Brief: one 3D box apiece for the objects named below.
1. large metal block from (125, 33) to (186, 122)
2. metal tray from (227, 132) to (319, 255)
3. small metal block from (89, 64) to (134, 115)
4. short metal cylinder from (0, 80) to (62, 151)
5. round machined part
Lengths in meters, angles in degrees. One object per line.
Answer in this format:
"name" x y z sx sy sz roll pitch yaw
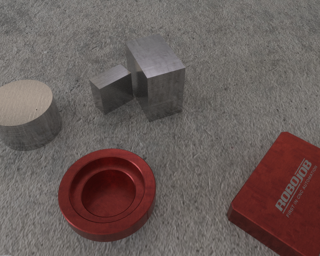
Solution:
"large metal block" -0.008 -0.069 0.425 0.050 0.080 0.080 -18 53 -15
"metal tray" 0.146 0.071 0.341 0.090 0.030 0.131 32 57 24
"small metal block" -0.066 -0.053 0.431 0.050 0.050 0.025 -33 58 -25
"short metal cylinder" -0.173 -0.017 0.400 0.081 0.050 0.080 0 50 0
"round machined part" -0.053 0.073 0.330 0.099 0.042 0.098 0 50 0
